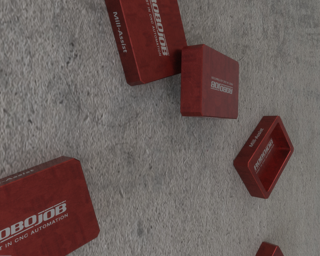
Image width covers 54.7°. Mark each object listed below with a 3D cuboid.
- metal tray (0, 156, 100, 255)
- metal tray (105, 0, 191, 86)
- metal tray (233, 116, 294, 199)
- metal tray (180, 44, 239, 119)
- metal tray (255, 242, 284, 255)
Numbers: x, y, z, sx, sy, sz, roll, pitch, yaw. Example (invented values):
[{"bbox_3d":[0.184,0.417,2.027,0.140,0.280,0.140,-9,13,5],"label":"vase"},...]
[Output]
[{"bbox_3d":[-0.130,0.090,0.293,0.131,0.030,0.089,-22,104,-38],"label":"metal tray"},{"bbox_3d":[-0.013,-0.126,0.390,0.091,0.030,0.129,-23,105,-37],"label":"metal tray"},{"bbox_3d":[0.191,0.050,0.561,0.130,0.030,0.090,-48,119,-29],"label":"metal tray"},{"bbox_3d":[0.075,-0.059,0.440,0.131,0.030,0.089,1,91,-56],"label":"metal tray"},{"bbox_3d":[0.188,0.287,0.559,0.131,0.030,0.090,-47,118,-30],"label":"metal tray"}]
